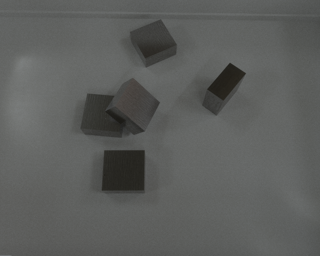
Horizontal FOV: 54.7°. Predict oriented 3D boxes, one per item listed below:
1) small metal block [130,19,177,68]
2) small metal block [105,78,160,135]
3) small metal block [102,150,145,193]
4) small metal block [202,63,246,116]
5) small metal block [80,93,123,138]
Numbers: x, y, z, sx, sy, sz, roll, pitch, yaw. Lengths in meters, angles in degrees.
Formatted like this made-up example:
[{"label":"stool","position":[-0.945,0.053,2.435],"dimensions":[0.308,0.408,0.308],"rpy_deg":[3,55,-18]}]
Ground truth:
[{"label":"small metal block","position":[-0.010,-0.124,0.455],"dimensions":[0.050,0.025,0.050],"rpy_deg":[-26,72,-9]},{"label":"small metal block","position":[-0.034,-0.027,0.401],"dimensions":[0.050,0.025,0.050],"rpy_deg":[41,55,-24]},{"label":"small metal block","position":[-0.044,0.055,0.389],"dimensions":[0.050,0.025,0.050],"rpy_deg":[0,70,0]},{"label":"small metal block","position":[0.085,-0.051,0.415],"dimensions":[0.025,0.050,0.050],"rpy_deg":[38,74,12]},{"label":"small metal block","position":[-0.074,-0.016,0.415],"dimensions":[0.050,0.025,0.050],"rpy_deg":[5,70,2]}]
